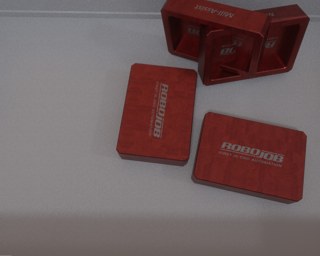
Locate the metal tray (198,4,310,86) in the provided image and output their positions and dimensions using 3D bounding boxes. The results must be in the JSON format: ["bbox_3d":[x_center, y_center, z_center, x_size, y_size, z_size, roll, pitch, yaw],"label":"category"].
[{"bbox_3d":[0.119,-0.108,0.413,0.131,0.090,0.030,-10,52,-4],"label":"metal tray"}]

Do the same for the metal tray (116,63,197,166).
[{"bbox_3d":[-0.002,-0.019,0.414,0.091,0.030,0.130,7,70,2],"label":"metal tray"}]

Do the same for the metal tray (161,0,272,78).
[{"bbox_3d":[0.071,-0.120,0.408,0.130,0.090,0.030,21,70,17],"label":"metal tray"}]

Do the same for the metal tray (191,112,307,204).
[{"bbox_3d":[0.113,0.037,0.395,0.131,0.030,0.090,12,70,4],"label":"metal tray"}]
